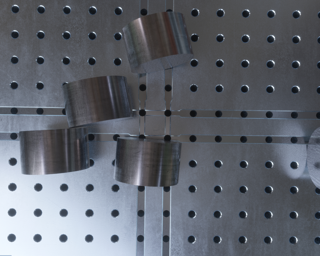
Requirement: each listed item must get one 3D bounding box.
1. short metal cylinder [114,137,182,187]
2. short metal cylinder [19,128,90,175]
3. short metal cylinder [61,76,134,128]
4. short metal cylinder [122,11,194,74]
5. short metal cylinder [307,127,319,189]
[{"bbox_3d":[-0.015,0.040,0.386,0.081,0.080,0.050,5,90,-1],"label":"short metal cylinder"},{"bbox_3d":[-0.129,0.027,0.384,0.081,0.080,0.050,-3,90,-1],"label":"short metal cylinder"},{"bbox_3d":[-0.077,-0.031,0.385,0.080,0.080,0.050,-10,90,0],"label":"short metal cylinder"},{"bbox_3d":[-0.002,-0.104,0.386,0.080,0.080,0.050,-14,90,0],"label":"short metal cylinder"},{"bbox_3d":[0.229,0.039,0.389,0.050,0.080,0.079,2,90,0],"label":"short metal cylinder"}]
